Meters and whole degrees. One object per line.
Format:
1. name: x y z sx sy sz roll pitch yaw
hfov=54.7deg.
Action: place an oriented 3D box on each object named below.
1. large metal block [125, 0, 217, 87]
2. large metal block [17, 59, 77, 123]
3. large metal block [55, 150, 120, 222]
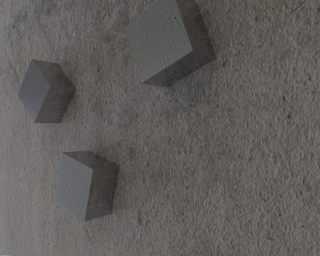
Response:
1. large metal block: 0.011 -0.105 0.379 0.080 0.050 0.080 -26 74 37
2. large metal block: -0.205 -0.065 0.558 0.080 0.050 0.080 49 119 28
3. large metal block: -0.115 0.086 0.484 0.080 0.050 0.079 18 102 38
